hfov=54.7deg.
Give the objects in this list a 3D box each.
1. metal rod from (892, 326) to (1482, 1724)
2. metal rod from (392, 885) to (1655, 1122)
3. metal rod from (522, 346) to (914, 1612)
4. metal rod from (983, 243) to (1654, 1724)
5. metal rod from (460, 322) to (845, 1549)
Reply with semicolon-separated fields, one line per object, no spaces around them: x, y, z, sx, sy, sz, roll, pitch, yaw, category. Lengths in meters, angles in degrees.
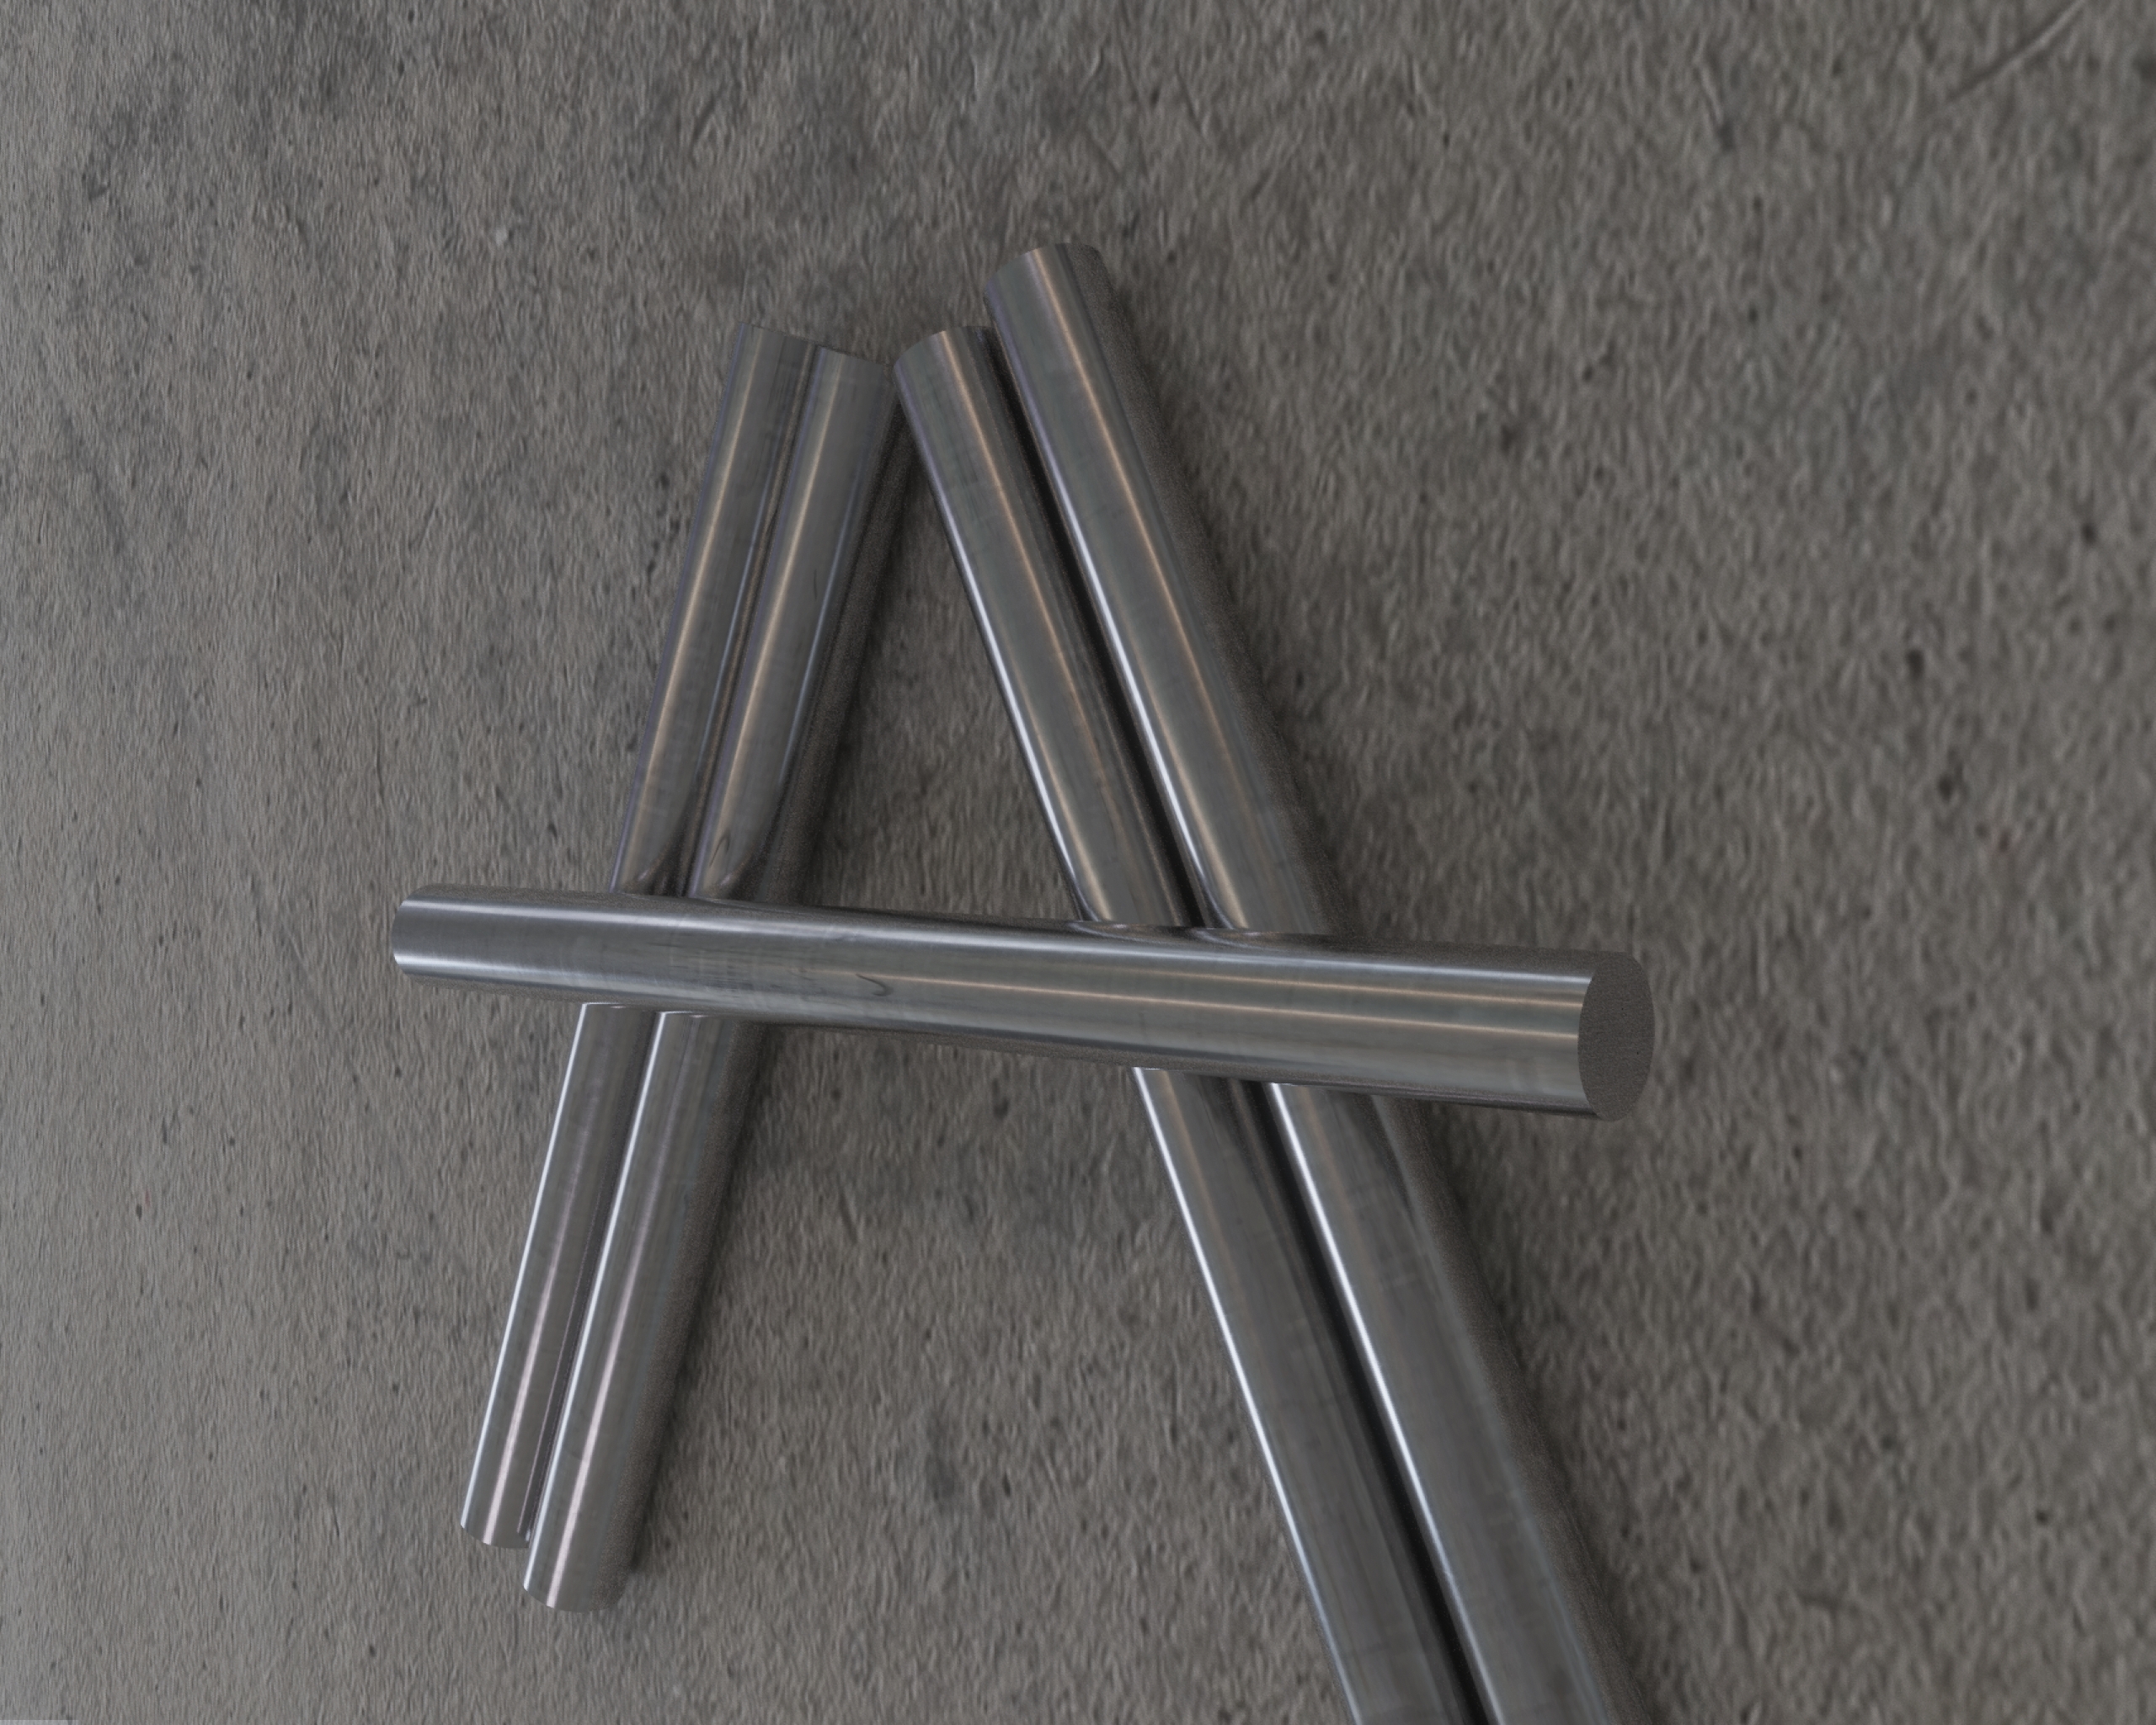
0.021;0.034;0.387;0.025;0.025;0.299;-30;71;36;metal rod
-0.037;0.021;0.401;0.300;0.025;0.025;2;91;40;metal rod
-0.082;0.034;0.473;0.025;0.025;0.298;26;106;37;metal rod
0.040;0.022;0.371;0.025;0.025;0.299;-30;71;36;metal rod
-0.102;0.025;0.489;0.025;0.025;0.298;26;106;37;metal rod
